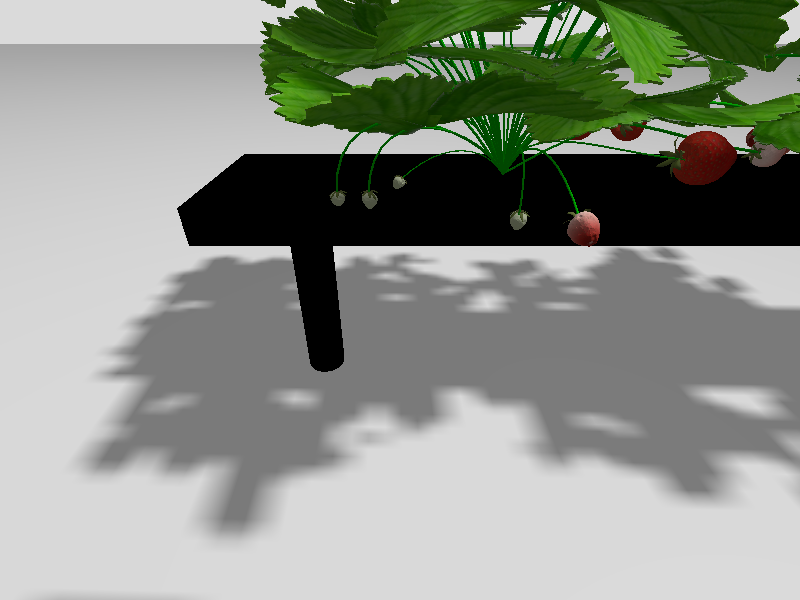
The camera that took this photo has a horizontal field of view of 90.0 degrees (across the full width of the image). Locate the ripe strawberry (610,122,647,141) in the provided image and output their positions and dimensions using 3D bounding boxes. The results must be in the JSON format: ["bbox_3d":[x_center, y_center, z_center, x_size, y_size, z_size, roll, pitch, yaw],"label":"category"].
[{"bbox_3d":[0.261,-0.202,0.453,0.041,0.040,0.038,-24,41,-32],"label":"ripe strawberry"}]

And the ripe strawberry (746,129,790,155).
[{"bbox_3d":[0.354,-0.155,0.384,0.035,0.035,0.038,9,35,14],"label":"ripe strawberry"}]

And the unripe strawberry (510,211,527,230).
[{"bbox_3d":[0.073,-0.049,0.248,0.011,0.011,0.011,5,34,7],"label":"unripe strawberry"}]

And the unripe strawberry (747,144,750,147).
[{"bbox_3d":[0.377,-0.171,0.422,0.019,0.018,0.021,-44,0,44],"label":"unripe strawberry"}]

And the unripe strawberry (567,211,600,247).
[{"bbox_3d":[0.105,-0.039,0.227,0.017,0.019,0.020,-3,-36,-5],"label":"unripe strawberry"}]

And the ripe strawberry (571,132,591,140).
[{"bbox_3d":[0.204,-0.205,0.456,0.039,0.041,0.042,24,40,31],"label":"ripe strawberry"}]

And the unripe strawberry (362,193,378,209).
[{"bbox_3d":[-0.020,-0.066,0.267,0.010,0.011,0.011,-25,41,-32],"label":"unripe strawberry"}]

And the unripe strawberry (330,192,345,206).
[{"bbox_3d":[-0.042,-0.068,0.271,0.010,0.010,0.009,-20,39,-27],"label":"unripe strawberry"}]

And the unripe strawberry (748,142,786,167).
[{"bbox_3d":[0.337,-0.135,0.365,0.026,0.026,0.025,-3,34,-6],"label":"unripe strawberry"}]

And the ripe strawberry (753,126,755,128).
[{"bbox_3d":[0.443,-0.216,0.480,0.030,0.032,0.033,-18,19,-24],"label":"ripe strawberry"}]

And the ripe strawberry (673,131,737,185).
[{"bbox_3d":[0.246,-0.114,0.322,0.042,0.041,0.039,5,34,6],"label":"ripe strawberry"}]
